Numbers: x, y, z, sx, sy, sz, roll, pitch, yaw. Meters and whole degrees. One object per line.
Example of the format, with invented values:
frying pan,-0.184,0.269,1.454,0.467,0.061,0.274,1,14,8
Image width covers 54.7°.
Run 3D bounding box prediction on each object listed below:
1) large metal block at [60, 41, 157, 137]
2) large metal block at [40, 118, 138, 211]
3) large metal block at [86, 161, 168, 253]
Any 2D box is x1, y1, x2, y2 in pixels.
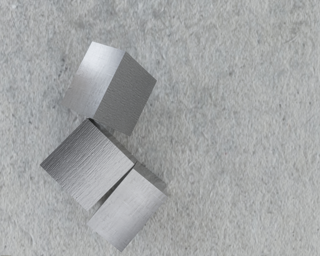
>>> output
large metal block,-0.057,-0.044,0.372,0.050,0.080,0.080,23,85,28
large metal block,-0.087,0.044,0.396,0.080,0.050,0.080,45,90,-1
large metal block,-0.036,0.091,0.382,0.050,0.080,0.080,40,90,-1
